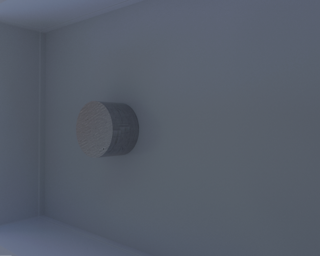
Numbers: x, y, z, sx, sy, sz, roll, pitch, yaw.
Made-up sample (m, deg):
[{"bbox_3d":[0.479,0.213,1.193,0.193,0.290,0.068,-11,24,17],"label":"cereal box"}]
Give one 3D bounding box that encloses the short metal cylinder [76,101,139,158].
[{"bbox_3d":[-0.077,0.002,0.452,0.080,0.050,0.079,0,90,39],"label":"short metal cylinder"}]
